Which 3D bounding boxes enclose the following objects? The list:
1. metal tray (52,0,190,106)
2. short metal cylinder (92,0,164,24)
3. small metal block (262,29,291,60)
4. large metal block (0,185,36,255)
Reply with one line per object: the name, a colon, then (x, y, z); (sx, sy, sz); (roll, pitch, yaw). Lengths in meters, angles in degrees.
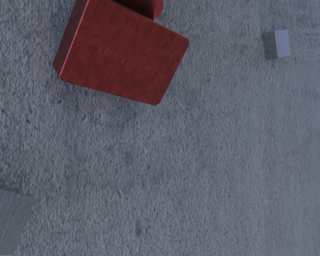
metal tray: (-0.039, -0.082, 0.343); (0.131, 0.030, 0.089); (12, 112, -40)
short metal cylinder: (-0.036, -0.155, 0.335); (0.081, 0.080, 0.050); (12, 73, -40)
small metal block: (0.225, -0.161, 0.597); (0.050, 0.025, 0.050); (-19, 102, -39)
large metal block: (-0.164, 0.082, 0.252); (0.080, 0.050, 0.080); (30, 71, -36)
